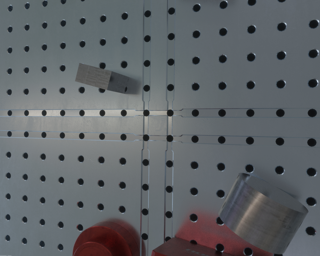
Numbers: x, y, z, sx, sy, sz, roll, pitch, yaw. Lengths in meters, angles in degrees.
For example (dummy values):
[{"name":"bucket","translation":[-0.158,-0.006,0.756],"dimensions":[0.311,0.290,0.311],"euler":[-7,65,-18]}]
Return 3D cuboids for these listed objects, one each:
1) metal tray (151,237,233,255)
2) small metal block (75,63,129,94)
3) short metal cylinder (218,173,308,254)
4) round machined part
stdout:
[{"name":"metal tray","translation":[0.061,0.166,0.354],"dimensions":[0.130,0.090,0.030],"euler":[11,84,19]},{"name":"small metal block","translation":[-0.079,-0.068,0.427],"dimensions":[0.050,0.050,0.025],"euler":[17,96,19]},{"name":"short metal cylinder","translation":[0.113,0.092,0.343],"dimensions":[0.080,0.080,0.050],"euler":[28,100,18]},{"name":"round machined part","translation":[-0.082,0.186,0.432],"dimensions":[0.098,0.042,0.097],"euler":[0,90,20]}]
